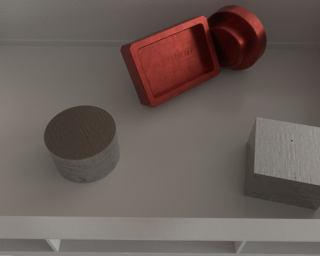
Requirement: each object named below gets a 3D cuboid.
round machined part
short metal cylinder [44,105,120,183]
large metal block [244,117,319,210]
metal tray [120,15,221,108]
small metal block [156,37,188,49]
[{"bbox_3d":[0.105,-0.129,0.468,0.098,0.097,0.042,34,61,24],"label":"round machined part"},{"bbox_3d":[-0.091,0.019,0.372,0.081,0.050,0.080,0,50,0],"label":"short metal cylinder"},{"bbox_3d":[0.145,0.039,0.358,0.080,0.050,0.080,10,51,8],"label":"large metal block"},{"bbox_3d":[0.020,-0.096,0.443,0.131,0.090,0.030,-29,22,-23],"label":"metal tray"},{"bbox_3d":[0.019,-0.115,0.486,0.050,0.050,0.025,-29,56,-23],"label":"small metal block"}]
